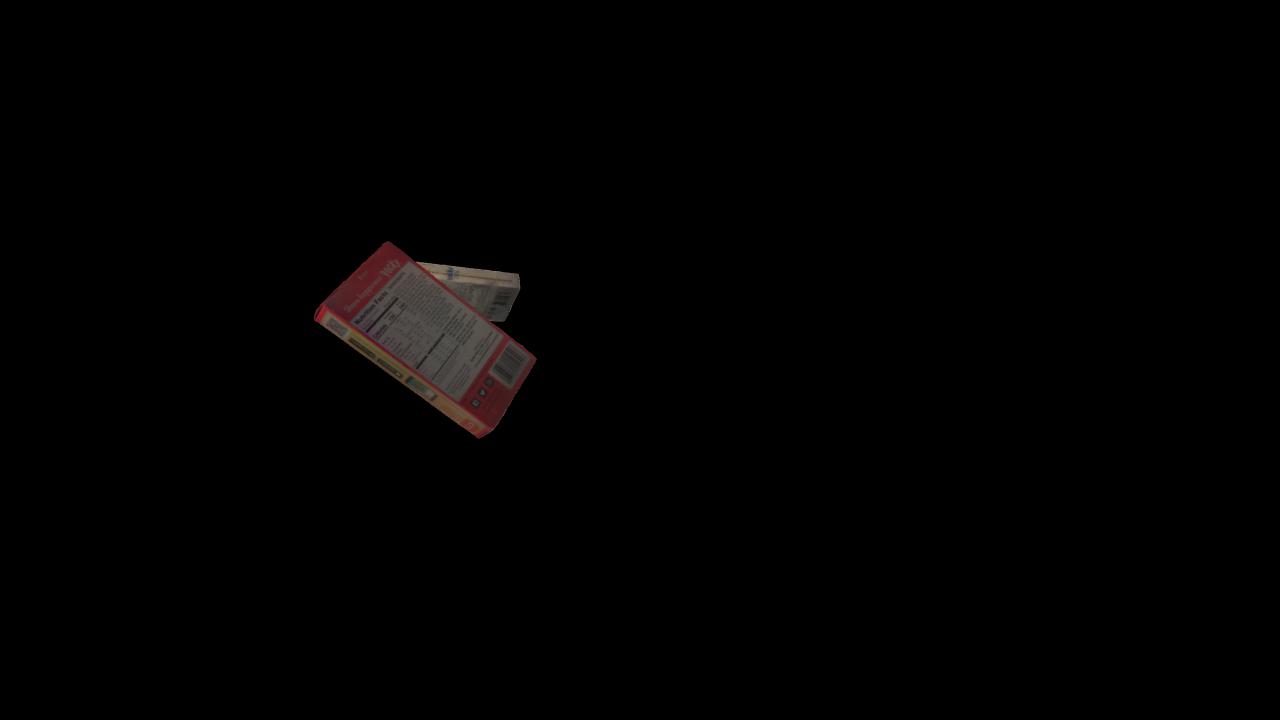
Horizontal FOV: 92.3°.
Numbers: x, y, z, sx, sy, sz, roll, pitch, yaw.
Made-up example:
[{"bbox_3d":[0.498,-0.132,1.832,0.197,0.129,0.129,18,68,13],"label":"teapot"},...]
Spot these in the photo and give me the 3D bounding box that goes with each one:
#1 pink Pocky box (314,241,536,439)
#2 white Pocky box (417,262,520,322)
[{"bbox_3d":[-0.165,-0.016,0.491,0.155,0.084,0.029,40,-44,-18],"label":"pink Pocky box"},{"bbox_3d":[-0.238,-0.085,0.785,0.154,0.028,0.084,4,-29,-27],"label":"white Pocky box"}]
